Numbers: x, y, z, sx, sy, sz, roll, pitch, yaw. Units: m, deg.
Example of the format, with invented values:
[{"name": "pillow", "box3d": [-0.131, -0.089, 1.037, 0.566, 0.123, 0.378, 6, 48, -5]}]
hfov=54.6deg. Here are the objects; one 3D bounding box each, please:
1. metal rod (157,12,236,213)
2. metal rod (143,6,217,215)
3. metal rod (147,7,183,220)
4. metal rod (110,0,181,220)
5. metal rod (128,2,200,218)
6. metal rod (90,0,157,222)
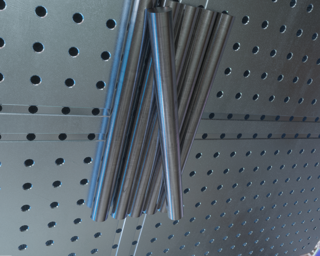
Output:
[{"name": "metal rod", "box3d": [0.041, -0.005, 0.430, 0.025, 0.025, 0.298, 1, 118, -29]}, {"name": "metal rod", "box3d": [0.018, -0.006, 0.418, 0.025, 0.025, 0.298, 1, 118, -29]}, {"name": "metal rod", "box3d": [0.012, 0.007, 0.388, 0.025, 0.025, 0.298, -18, 126, -18]}, {"name": "metal rod", "box3d": [-0.025, -0.005, 0.392, 0.025, 0.025, 0.298, 1, 118, -29]}, {"name": "metal rod", "box3d": [-0.004, -0.005, 0.404, 0.025, 0.025, 0.298, 1, 118, -29]}, {"name": "metal rod", "box3d": [-0.051, -0.007, 0.378, 0.025, 0.025, 0.298, 1, 118, -29]}]
